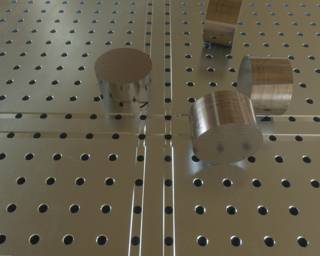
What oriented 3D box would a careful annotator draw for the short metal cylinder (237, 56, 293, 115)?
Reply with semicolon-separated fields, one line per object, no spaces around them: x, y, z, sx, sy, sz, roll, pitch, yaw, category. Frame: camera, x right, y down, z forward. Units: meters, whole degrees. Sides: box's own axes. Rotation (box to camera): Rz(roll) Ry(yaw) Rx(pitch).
0.140;-0.057;0.422;0.050;0.080;0.080;1;50;1;short metal cylinder

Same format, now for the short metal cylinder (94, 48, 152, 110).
-0.051;-0.072;0.451;0.081;0.050;0.080;0;50;0;short metal cylinder

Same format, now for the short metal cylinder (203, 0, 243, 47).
0.107;-0.184;0.528;0.050;0.080;0.080;14;51;11;short metal cylinder

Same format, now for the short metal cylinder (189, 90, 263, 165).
0.077;0.001;0.372;0.081;0.080;0.050;-2;50;-2;short metal cylinder
